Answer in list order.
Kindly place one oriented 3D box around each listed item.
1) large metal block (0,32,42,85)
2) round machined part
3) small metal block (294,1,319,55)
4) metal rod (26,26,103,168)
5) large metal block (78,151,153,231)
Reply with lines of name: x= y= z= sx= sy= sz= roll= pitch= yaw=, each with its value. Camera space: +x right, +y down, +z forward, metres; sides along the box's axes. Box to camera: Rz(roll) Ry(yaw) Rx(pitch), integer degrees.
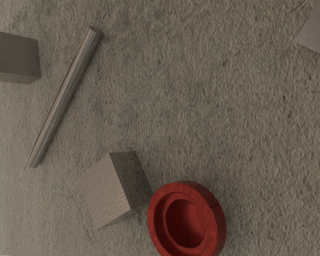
large metal block: x=-0.287 y=-0.135 z=0.606 sx=0.050 sy=0.081 sz=0.080 roll=-15 pitch=81 yaw=39
round machined part: x=0.035 y=0.110 z=0.365 sx=0.098 sy=0.042 sz=0.097 roll=0 pitch=90 yaw=40
small metal block: x=0.159 y=-0.087 z=0.274 sx=0.050 sy=0.025 sz=0.050 roll=41 pitch=115 yaw=32
metal rod: x=-0.177 y=-0.042 z=0.550 sx=0.025 sy=0.025 sz=0.298 roll=49 pitch=119 yaw=29
large metal block: x=-0.063 y=0.088 z=0.440 sx=0.080 sy=0.050 sz=0.080 roll=-38 pitch=67 yaw=33
